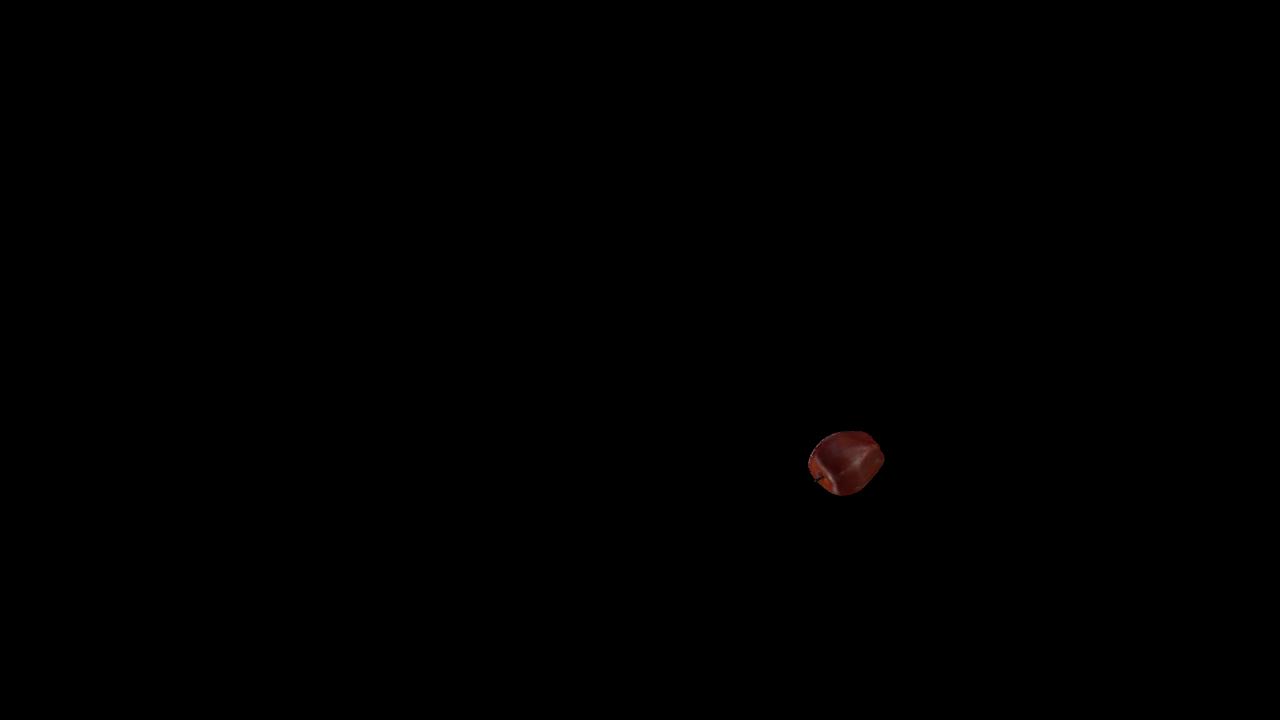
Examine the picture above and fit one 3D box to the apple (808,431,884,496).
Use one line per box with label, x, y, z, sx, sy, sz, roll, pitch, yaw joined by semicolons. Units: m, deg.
apple;0.262;0.131;0.791;0.093;0.079;0.079;-29;5;-9
